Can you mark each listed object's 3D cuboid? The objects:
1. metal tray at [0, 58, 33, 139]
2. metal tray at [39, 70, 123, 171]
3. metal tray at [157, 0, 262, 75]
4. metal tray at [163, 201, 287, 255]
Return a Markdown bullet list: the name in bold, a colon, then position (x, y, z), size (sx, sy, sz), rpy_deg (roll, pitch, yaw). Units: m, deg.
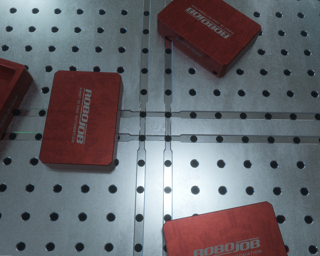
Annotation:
- **metal tray**: position (-0.246, -0.036, 0.419), size (0.090, 0.030, 0.130), rpy_deg (17, 71, 6)
- **metal tray**: position (-0.101, -0.012, 0.412), size (0.091, 0.030, 0.130), rpy_deg (3, 70, 0)
- **metal tray**: position (0.071, -0.150, 0.465), size (0.130, 0.030, 0.090), rpy_deg (39, 74, 12)
- **metal tray**: position (0.075, 0.142, 0.358), size (0.131, 0.030, 0.090), rpy_deg (-10, 70, -4)
